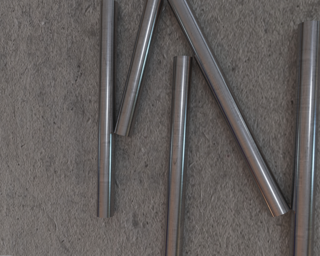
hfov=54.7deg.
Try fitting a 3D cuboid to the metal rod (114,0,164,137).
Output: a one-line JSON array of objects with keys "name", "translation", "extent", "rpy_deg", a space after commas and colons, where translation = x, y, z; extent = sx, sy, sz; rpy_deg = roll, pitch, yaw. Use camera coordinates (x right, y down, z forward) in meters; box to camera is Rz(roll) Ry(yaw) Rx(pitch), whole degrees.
[{"name": "metal rod", "translation": [-0.015, -0.135, 0.414], "extent": [0.025, 0.025, 0.298], "rpy_deg": [16, 95, 19]}]

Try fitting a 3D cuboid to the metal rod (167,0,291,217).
[{"name": "metal rod", "translation": [0.079, -0.037, 0.380], "extent": [0.025, 0.025, 0.299], "rpy_deg": [-27, 81, 18]}]

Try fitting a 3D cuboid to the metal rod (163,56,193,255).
[{"name": "metal rod", "translation": [0.022, 0.059, 0.400], "extent": [0.025, 0.025, 0.298], "rpy_deg": [3, 91, 20]}]

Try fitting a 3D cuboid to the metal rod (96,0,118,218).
[{"name": "metal rod", "translation": [-0.074, -0.026, 0.435], "extent": [0.025, 0.025, 0.298], "rpy_deg": [1, 90, 20]}]

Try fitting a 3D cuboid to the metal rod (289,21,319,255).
[{"name": "metal rod", "translation": [0.164, 0.032, 0.350], "extent": [0.025, 0.025, 0.298], "rpy_deg": [2, 91, 20]}]
